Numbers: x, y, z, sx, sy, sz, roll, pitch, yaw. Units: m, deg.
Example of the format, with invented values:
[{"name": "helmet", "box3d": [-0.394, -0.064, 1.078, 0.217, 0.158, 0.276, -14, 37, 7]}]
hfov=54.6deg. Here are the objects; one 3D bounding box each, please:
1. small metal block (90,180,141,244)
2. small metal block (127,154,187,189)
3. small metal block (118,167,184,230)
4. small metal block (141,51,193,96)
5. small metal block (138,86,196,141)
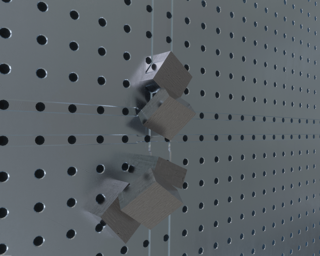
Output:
[{"name": "small metal block", "box3d": [-0.046, 0.099, 0.370, 0.050, 0.025, 0.050, -49, 119, -29]}, {"name": "small metal block", "box3d": [-0.003, 0.054, 0.389, 0.050, 0.050, 0.025, 29, 72, -36]}, {"name": "small metal block", "box3d": [-0.011, 0.081, 0.351, 0.050, 0.025, 0.050, -40, 122, 8]}, {"name": "small metal block", "box3d": [0.010, -0.066, 0.416, 0.050, 0.025, 0.050, 44, 63, -31]}, {"name": "small metal block", "box3d": [0.009, -0.018, 0.398, 0.050, 0.025, 0.050, 30, 111, -36]}]
